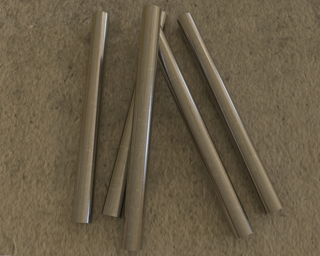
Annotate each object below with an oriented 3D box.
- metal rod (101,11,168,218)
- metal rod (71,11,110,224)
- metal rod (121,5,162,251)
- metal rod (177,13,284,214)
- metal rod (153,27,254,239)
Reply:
[{"bbox_3d":[-0.029,-0.033,0.419,0.025,0.025,0.299,11,70,3],"label":"metal rod"},{"bbox_3d":[-0.091,-0.028,0.417,0.025,0.025,0.299,1,70,0],"label":"metal rod"},{"bbox_3d":[-0.022,-0.008,0.382,0.025,0.025,0.298,4,81,1],"label":"metal rod"},{"bbox_3d":[0.087,-0.033,0.421,0.025,0.025,0.299,-18,71,-7],"label":"metal rod"},{"bbox_3d":[0.043,-0.009,0.397,0.025,0.025,0.299,-21,77,-8],"label":"metal rod"}]
